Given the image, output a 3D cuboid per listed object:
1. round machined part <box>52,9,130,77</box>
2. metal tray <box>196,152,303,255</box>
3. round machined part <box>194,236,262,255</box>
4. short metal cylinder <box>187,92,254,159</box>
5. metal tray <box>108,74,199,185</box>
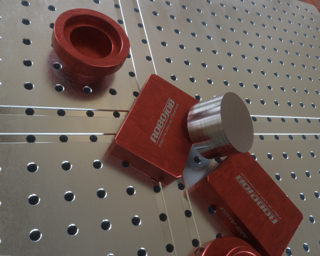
[{"bbox_3d":[-0.093,-0.108,0.414,0.099,0.042,0.098,14,56,-21],"label":"round machined part"},{"bbox_3d":[0.121,0.098,0.413,0.091,0.030,0.130,-35,81,-39],"label":"metal tray"},{"bbox_3d":[0.085,0.169,0.342,0.099,0.042,0.098,14,56,-21],"label":"round machined part"},{"bbox_3d":[0.081,-0.002,0.410,0.080,0.050,0.080,20,62,-43],"label":"short metal cylinder"},{"bbox_3d":[0.000,-0.002,0.408,0.090,0.030,0.130,31,52,-9],"label":"metal tray"}]
